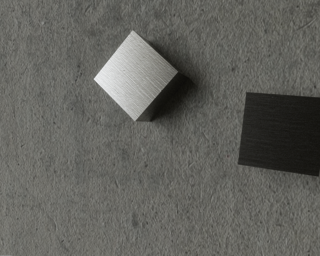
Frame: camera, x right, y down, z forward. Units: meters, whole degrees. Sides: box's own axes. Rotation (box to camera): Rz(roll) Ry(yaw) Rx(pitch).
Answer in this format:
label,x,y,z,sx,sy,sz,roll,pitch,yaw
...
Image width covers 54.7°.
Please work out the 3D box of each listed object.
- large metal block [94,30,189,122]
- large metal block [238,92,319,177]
label,x,y,z,sx,sy,sz,roll,pitch,yaw
large metal block,-0.023,-0.065,0.404,0.080,0.050,0.080,45,104,14
large metal block,0.136,0.005,0.348,0.080,0.050,0.079,7,92,19
